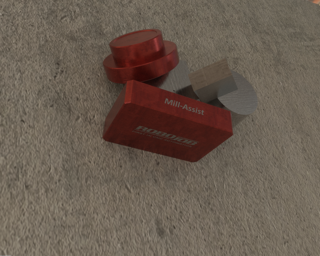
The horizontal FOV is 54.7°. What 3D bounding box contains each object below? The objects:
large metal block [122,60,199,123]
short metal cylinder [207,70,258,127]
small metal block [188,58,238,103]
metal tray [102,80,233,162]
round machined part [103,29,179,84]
[{"bbox_3d":[0.000,-0.047,0.419,0.081,0.050,0.080,-2,63,-29],"label":"large metal block"},{"bbox_3d":[0.099,-0.042,0.469,0.081,0.050,0.080,14,56,-21],"label":"short metal cylinder"},{"bbox_3d":[0.070,-0.060,0.405,0.050,0.050,0.025,33,37,-64],"label":"small metal block"},{"bbox_3d":[0.008,-0.002,0.368,0.131,0.090,0.030,16,56,-20],"label":"metal tray"},{"bbox_3d":[-0.027,-0.098,0.402,0.099,0.098,0.042,-42,131,-39],"label":"round machined part"}]
